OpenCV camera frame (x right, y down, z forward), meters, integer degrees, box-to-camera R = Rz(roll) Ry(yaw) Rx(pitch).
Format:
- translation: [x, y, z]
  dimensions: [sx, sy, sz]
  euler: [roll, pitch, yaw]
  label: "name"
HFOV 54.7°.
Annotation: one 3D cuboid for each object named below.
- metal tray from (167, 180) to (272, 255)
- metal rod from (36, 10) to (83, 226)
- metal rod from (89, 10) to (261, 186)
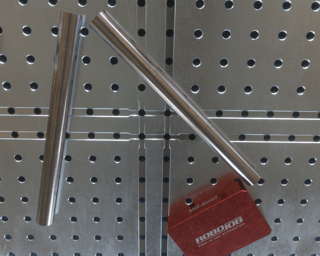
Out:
- translation: [0.087, 0.147, 0.466]
  dimensions: [0.130, 0.030, 0.090]
  euler: [-31, 108, 10]
  label: "metal tray"
- translation: [-0.137, 0.002, 0.412]
  dimensions: [0.025, 0.025, 0.298]
  euler: [12, 110, -5]
  label: "metal rod"
- translation: [0.029, -0.029, 0.403]
  dimensions: [0.025, 0.025, 0.300]
  euler: [-42, 105, 14]
  label: "metal rod"
